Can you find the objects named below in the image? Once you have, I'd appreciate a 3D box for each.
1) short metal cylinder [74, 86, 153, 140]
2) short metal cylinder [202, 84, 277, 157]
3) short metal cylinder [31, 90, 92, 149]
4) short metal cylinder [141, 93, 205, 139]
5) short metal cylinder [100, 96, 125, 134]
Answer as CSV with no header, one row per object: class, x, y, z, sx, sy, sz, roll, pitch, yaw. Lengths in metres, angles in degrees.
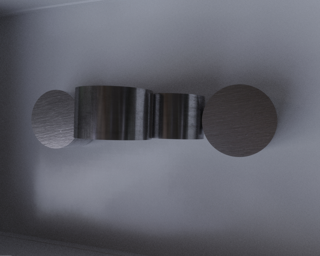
short metal cylinder,-0.048,-0.014,0.323,0.080,0.080,0.050,2,91,20
short metal cylinder,0.094,-0.008,0.362,0.080,0.050,0.080,0,90,20
short metal cylinder,-0.133,-0.012,0.442,0.080,0.050,0.080,0,90,20
short metal cylinder,0.014,-0.013,0.374,0.080,0.080,0.050,2,91,20
short metal cylinder,-0.062,-0.016,0.401,0.080,0.080,0.050,2,91,20
